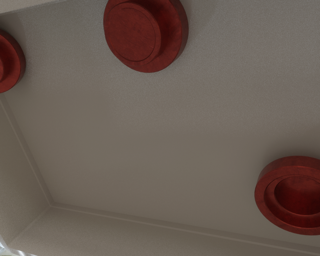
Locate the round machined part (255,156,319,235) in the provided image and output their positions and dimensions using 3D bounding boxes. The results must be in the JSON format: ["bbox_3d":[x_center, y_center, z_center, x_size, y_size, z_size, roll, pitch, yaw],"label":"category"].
[{"bbox_3d":[0.163,0.072,0.356,0.098,0.042,0.097,13,124,21],"label":"round machined part"}]

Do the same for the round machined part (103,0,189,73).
[{"bbox_3d":[-0.022,-0.107,0.343,0.098,0.042,0.097,13,124,21],"label":"round machined part"}]

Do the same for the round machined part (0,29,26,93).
[{"bbox_3d":[-0.252,-0.095,0.447,0.099,0.042,0.097,-1,115,-1],"label":"round machined part"}]
